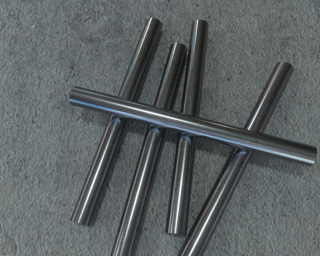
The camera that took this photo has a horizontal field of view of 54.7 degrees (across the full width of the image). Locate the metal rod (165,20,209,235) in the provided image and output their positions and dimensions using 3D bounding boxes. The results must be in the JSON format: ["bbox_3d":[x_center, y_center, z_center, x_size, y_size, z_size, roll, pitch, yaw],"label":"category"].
[{"bbox_3d":[0.039,-0.015,0.413,0.025,0.025,0.299,8,70,3],"label":"metal rod"}]

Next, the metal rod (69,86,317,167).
[{"bbox_3d":[0.036,-0.004,0.381,0.301,0.025,0.025,15,71,5],"label":"metal rod"}]

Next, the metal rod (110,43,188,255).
[{"bbox_3d":[-0.009,0.020,0.400,0.025,0.025,0.299,14,70,5],"label":"metal rod"}]

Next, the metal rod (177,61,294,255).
[{"bbox_3d":[0.102,0.036,0.395,0.025,0.025,0.300,29,72,10],"label":"metal rod"}]

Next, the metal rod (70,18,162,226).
[{"bbox_3d":[-0.051,-0.022,0.415,0.025,0.025,0.299,16,71,5],"label":"metal rod"}]
